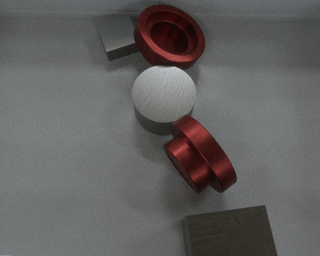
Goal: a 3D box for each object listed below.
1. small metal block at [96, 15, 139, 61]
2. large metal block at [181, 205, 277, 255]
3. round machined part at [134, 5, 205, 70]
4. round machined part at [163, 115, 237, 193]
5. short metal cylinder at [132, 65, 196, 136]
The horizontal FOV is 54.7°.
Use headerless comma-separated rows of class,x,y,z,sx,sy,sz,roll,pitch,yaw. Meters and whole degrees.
small metal block,-0.061,-0.133,0.458,0.050,0.025,0.050,-20,71,-8
large metal block,0.069,0.119,0.338,0.081,0.080,0.050,-7,70,-3
round machined part,0.010,-0.120,0.433,0.099,0.042,0.098,10,62,-19
round machined part,0.040,0.036,0.359,0.042,0.098,0.098,-36,74,-8
short metal cylinder,0.005,-0.036,0.409,0.081,0.050,0.080,0,70,0
